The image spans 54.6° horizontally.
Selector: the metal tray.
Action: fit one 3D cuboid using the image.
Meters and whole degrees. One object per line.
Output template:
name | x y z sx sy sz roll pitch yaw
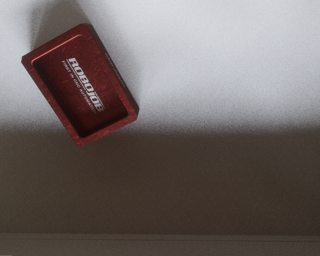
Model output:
metal tray | -0.095 -0.052 0.388 0.090 0.030 0.130 -26 108 9
